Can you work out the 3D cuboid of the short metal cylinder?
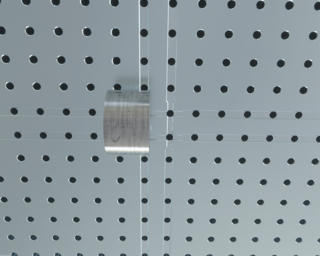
[{"bbox_3d":[-0.038,-0.007,0.381,0.050,0.080,0.079,1,110,0],"label":"short metal cylinder"}]
